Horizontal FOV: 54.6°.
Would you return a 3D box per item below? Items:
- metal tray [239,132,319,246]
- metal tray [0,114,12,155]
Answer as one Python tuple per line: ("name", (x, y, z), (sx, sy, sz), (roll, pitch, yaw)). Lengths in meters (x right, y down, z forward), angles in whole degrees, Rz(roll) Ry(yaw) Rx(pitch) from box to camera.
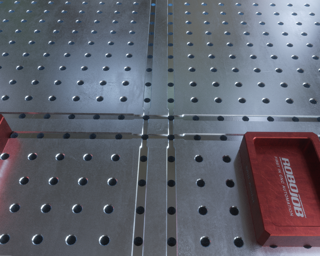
("metal tray", (0.147, 0.063, 0.351), (0.090, 0.030, 0.130), (0, 50, 0))
("metal tray", (-0.248, 0.039, 0.370), (0.090, 0.030, 0.130), (2, 50, 2))
